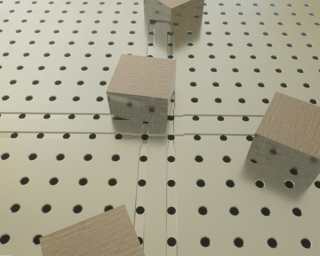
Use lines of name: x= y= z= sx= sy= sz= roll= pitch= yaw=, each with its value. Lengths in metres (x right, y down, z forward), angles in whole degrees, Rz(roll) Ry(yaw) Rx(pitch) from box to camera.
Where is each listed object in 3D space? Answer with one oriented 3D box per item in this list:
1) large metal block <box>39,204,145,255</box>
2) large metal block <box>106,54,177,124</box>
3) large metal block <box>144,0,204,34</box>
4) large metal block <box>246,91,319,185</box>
large metal block: x=-0.055 y=0.129 z=0.283 sx=0.081 sy=0.050 sz=0.080 roll=-19 pitch=53 yaw=-15
large metal block: x=-0.023 y=-0.056 z=0.439 sx=0.080 sy=0.050 sz=0.080 roll=7 pitch=50 yaw=6
large metal block: x=0.025 y=-0.232 z=0.587 sx=0.080 sy=0.050 sz=0.080 roll=-32 pitch=57 yaw=-24
large metal block: x=0.164 y=0.011 z=0.384 sx=0.080 sy=0.050 sz=0.080 roll=24 pitch=54 yaw=19
